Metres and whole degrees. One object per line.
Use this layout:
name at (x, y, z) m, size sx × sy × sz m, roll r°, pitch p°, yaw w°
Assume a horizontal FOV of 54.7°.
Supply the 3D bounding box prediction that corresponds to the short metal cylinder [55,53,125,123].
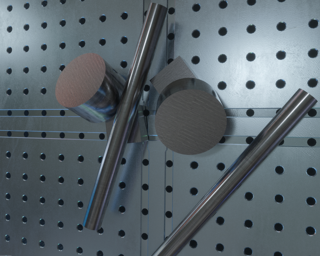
short metal cylinder at (-0.092, -0.053, 0.416) m, size 0.080 × 0.050 × 0.080 m, roll -12°, pitch 62°, yaw 24°

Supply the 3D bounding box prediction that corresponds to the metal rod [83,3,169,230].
metal rod at (-0.047, -0.010, 0.402) m, size 0.025 × 0.025 × 0.298 m, roll 20°, pitch 96°, yaw 19°

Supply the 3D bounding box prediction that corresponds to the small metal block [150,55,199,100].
small metal block at (0.024, -0.057, 0.404) m, size 0.050 × 0.025 × 0.050 m, roll -38°, pitch 78°, yaw 16°

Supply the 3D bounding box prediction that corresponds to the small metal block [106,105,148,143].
small metal block at (-0.046, -0.004, 0.429) m, size 0.050 × 0.025 × 0.050 m, roll -7°, pitch 88°, yaw 19°

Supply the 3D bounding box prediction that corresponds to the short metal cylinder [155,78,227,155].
short metal cylinder at (0.035, -0.015, 0.370) m, size 0.080 × 0.050 × 0.079 m, roll 0°, pitch 113°, yaw 1°

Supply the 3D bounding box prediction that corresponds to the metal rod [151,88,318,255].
metal rod at (0.078, 0.077, 0.384) m, size 0.025 × 0.025 × 0.299 m, roll 42°, pitch 103°, yaw 15°
